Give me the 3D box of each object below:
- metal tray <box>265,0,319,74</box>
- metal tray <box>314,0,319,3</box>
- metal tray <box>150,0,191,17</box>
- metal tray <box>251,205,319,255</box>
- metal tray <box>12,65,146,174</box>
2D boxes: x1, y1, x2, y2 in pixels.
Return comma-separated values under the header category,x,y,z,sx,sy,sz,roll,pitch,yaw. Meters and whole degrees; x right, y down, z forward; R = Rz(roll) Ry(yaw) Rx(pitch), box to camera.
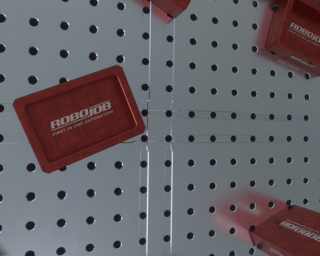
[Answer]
category,x,y,z,sx,sy,sz,roll,pitch,yaw
metal tray,0.239,-0.148,0.497,0.131,0.030,0.090,18,84,-19
metal tray,0.226,-0.255,0.492,0.131,0.030,0.090,1,90,-20
metal tray,0.020,-0.230,0.416,0.090,0.030,0.130,31,80,-18
metal tray,0.204,0.155,0.432,0.091,0.130,0.030,-24,98,-18
metal tray,-0.094,-0.013,0.375,0.131,0.030,0.090,-23,98,-19
